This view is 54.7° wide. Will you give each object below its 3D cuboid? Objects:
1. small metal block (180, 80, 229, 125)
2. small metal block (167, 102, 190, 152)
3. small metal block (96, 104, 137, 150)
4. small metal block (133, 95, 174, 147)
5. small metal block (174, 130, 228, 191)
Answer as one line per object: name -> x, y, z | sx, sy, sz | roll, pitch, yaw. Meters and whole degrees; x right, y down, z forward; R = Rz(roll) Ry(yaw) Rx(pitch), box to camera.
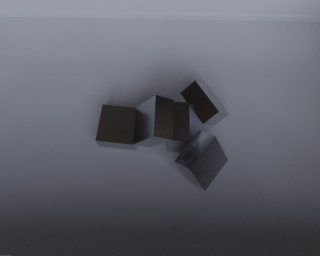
small metal block -> 0.059, -0.032, 0.404 | 0.025, 0.050, 0.050 | -40, 73, 20
small metal block -> 0.023, 0.000, 0.395 | 0.025, 0.050, 0.050 | 1, 70, 0
small metal block -> -0.053, -0.001, 0.406 | 0.050, 0.025, 0.050 | 6, 70, 2
small metal block -> -0.008, -0.007, 0.378 | 0.025, 0.050, 0.050 | 13, 70, -29
small metal block -> 0.052, 0.040, 0.378 | 0.025, 0.050, 0.050 | 23, 67, 45
